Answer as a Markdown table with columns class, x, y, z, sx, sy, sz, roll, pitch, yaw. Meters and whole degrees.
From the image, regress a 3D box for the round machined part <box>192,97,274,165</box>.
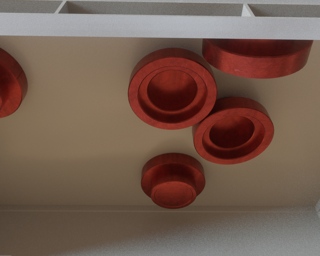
| class | x | y | z | sx | sy | sz | roll | pitch | yaw |
| --- | --- | --- | --- | --- | --- | --- | --- | --- | --- |
| round machined part | 0.090 | -0.001 | 0.397 | 0.099 | 0.042 | 0.097 | -1 | 131 | -1 |

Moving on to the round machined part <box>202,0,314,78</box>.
| class | x | y | z | sx | sy | sz | roll | pitch | yaw |
| --- | --- | --- | --- | --- | --- | --- | --- | --- | --- |
| round machined part | 0.089 | -0.089 | 0.286 | 0.099 | 0.098 | 0.042 | -2 | 130 | 1 |

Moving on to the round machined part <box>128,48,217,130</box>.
| class | x | y | z | sx | sy | sz | roll | pitch | yaw |
| --- | --- | --- | --- | --- | --- | --- | --- | --- | --- |
| round machined part | 0.014 | -0.048 | 0.357 | 0.099 | 0.042 | 0.097 | 0 | 130 | 0 |

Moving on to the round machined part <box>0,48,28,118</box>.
| class | x | y | z | sx | sy | sz | roll | pitch | yaw |
| --- | --- | --- | --- | --- | --- | --- | --- | --- | --- |
| round machined part | -0.209 | -0.048 | 0.355 | 0.099 | 0.042 | 0.097 | 0 | 130 | 0 |

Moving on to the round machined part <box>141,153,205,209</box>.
| class | x | y | z | sx | sy | sz | roll | pitch | yaw |
| --- | --- | --- | --- | --- | --- | --- | --- | --- | --- |
| round machined part | 0.020 | 0.087 | 0.472 | 0.099 | 0.042 | 0.097 | 0 | 130 | 0 |
